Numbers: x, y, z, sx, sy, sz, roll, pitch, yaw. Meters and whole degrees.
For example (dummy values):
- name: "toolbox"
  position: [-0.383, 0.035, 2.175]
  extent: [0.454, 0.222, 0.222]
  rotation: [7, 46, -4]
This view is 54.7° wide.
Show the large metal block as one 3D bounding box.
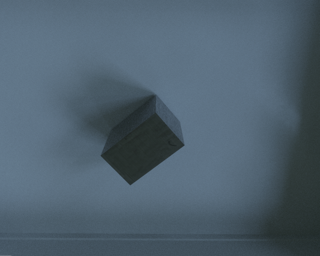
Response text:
- name: "large metal block"
  position: [-0.020, 0.011, 0.383]
  extent: [0.080, 0.080, 0.050]
  rotation: [-38, 106, 12]
